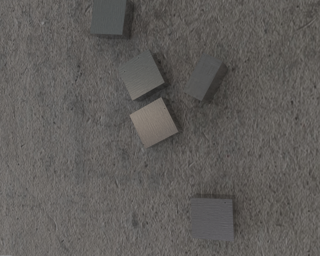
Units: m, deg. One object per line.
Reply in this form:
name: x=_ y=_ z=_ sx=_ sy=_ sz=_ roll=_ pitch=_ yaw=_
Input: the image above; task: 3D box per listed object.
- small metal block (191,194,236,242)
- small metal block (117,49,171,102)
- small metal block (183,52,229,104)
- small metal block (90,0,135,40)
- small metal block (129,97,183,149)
small metal block: x=0.067 y=0.110 z=0.385 sx=0.050 sy=0.025 sz=0.050 roll=-2 pitch=89 yaw=20
small metal block: x=-0.021 y=-0.069 z=0.416 sx=0.050 sy=0.025 sz=0.050 roll=-28 pitch=81 yaw=18
small metal block: x=0.057 y=-0.058 z=0.376 sx=0.025 sy=0.050 sz=0.050 roll=30 pitch=100 yaw=17
small metal block: x=-0.066 y=-0.153 z=0.432 sx=0.050 sy=0.025 sz=0.050 roll=8 pitch=93 yaw=19
small metal block: x=-0.004 y=-0.006 z=0.410 sx=0.050 sy=0.025 sz=0.050 roll=-28 pitch=81 yaw=17
